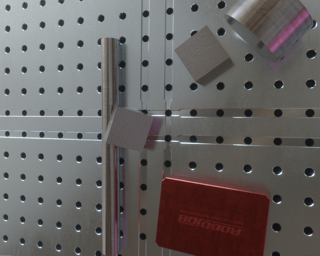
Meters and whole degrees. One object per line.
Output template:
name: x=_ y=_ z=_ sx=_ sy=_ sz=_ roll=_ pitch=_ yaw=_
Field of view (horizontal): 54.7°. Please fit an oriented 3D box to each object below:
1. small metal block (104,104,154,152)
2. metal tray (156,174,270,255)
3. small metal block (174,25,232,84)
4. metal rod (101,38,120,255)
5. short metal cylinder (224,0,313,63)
small metal block: x=-0.042 y=0.000 z=0.413 sx=0.050 sy=0.025 sz=0.050 roll=16 pitch=97 yaw=-20
metal tray: x=0.064 y=0.113 z=0.387 sx=0.130 sy=0.030 sz=0.089 roll=7 pitch=92 yaw=19
small metal block: x=0.055 y=-0.092 z=0.393 sx=0.050 sy=0.025 sz=0.050 roll=-35 pitch=79 yaw=16
metal rod: x=-0.069 y=0.025 z=0.435 sx=0.025 sy=0.025 sz=0.298 roll=0 pitch=90 yaw=19
short metal cylinder: x=0.118 y=-0.118 z=0.342 sx=0.080 sy=0.080 sz=0.050 roll=46 pitch=104 yaw=14
